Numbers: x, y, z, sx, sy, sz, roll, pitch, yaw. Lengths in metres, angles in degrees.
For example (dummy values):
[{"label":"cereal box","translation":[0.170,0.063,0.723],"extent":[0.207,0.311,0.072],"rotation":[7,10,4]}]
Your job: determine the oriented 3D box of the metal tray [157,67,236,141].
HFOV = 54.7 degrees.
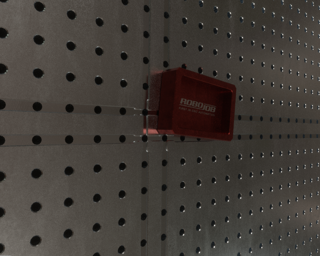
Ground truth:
[{"label":"metal tray","translation":[0.059,-0.030,0.457],"extent":[0.131,0.030,0.089],"rotation":[8,85,-40]}]
